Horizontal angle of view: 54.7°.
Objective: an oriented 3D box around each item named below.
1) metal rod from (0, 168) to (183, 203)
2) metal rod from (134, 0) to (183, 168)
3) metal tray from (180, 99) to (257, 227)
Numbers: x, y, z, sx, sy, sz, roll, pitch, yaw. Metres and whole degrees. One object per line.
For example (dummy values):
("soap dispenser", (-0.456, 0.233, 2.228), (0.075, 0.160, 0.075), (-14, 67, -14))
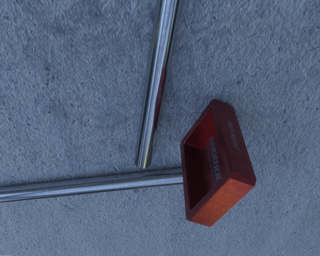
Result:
("metal rod", (-0.111, 0.090, 0.481), (0.302, 0.025, 0.025), (-7, 130, 5))
("metal rod", (-0.003, -0.063, 0.353), (0.025, 0.025, 0.298), (6, 130, -6))
("metal tray", (0.062, 0.038, 0.372), (0.030, 0.130, 0.089), (21, 127, -17))
